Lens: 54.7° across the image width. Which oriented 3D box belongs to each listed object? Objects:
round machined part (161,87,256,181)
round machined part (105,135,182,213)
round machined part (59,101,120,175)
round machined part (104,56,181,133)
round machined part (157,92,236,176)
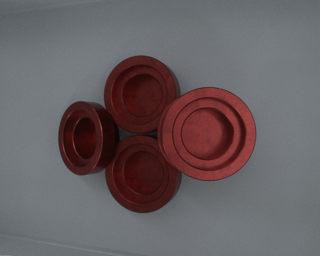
[{"bbox_3d":[0.050,0.006,0.341,0.099,0.042,0.097,0,90,-2],"label":"round machined part"},{"bbox_3d":[-0.018,0.057,0.405,0.098,0.042,0.097,0,90,20],"label":"round machined part"},{"bbox_3d":[-0.093,0.013,0.422,0.098,0.042,0.097,0,89,40],"label":"round machined part"},{"bbox_3d":[-0.020,-0.042,0.406,0.098,0.042,0.097,0,90,20],"label":"round machined part"},{"bbox_3d":[0.046,0.006,0.372,0.099,0.042,0.097,0,89,-3],"label":"round machined part"}]
